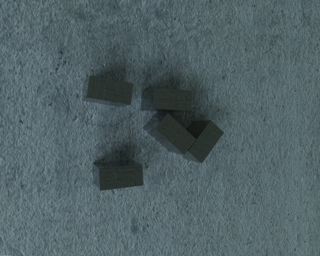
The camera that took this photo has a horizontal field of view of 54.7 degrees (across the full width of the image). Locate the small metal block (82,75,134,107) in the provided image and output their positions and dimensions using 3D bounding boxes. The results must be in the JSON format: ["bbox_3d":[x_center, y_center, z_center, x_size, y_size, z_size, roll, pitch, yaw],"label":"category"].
[{"bbox_3d":[-0.064,-0.043,0.372,0.050,0.050,0.025,8,87,-20],"label":"small metal block"}]

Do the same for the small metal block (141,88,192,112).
[{"bbox_3d":[0.007,-0.035,0.398,0.050,0.050,0.025,2,90,-20],"label":"small metal block"}]

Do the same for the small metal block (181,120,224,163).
[{"bbox_3d":[0.050,0.017,0.414,0.025,0.050,0.050,42,77,-16],"label":"small metal block"}]

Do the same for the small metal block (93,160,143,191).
[{"bbox_3d":[-0.052,0.056,0.376,0.050,0.050,0.025,-3,91,-20],"label":"small metal block"}]

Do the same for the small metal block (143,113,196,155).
[{"bbox_3d":[0.011,0.007,0.400,0.050,0.050,0.025,42,77,-15],"label":"small metal block"}]
